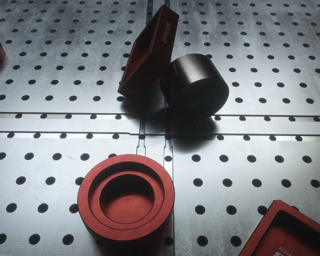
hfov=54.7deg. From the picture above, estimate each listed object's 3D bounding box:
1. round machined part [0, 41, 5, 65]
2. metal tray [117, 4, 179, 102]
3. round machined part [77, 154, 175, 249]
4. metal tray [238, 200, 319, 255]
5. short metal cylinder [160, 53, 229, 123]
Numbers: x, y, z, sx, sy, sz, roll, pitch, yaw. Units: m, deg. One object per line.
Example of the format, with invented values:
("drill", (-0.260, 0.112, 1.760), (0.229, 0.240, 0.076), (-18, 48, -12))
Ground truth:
("round machined part", (-0.309, -0.126, 0.498), (0.099, 0.042, 0.098), (0, 50, 0))
("metal tray", (-0.016, -0.111, 0.457), (0.030, 0.090, 0.130), (29, 47, -21))
("round machined part", (-0.034, 0.079, 0.330), (0.099, 0.042, 0.098), (0, 50, 0))
("metal tray", (0.144, 0.140, 0.288), (0.130, 0.030, 0.090), (32, 57, 24))
("short metal cylinder", (0.045, -0.052, 0.417), (0.081, 0.080, 0.050), (-13, 52, -11))
